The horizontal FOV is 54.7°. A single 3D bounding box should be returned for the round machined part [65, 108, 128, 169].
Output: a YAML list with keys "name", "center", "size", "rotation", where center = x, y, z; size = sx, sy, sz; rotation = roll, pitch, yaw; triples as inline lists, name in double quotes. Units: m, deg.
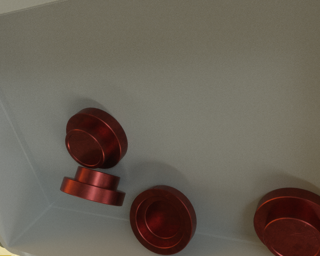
- name: "round machined part"
  center: [-0.102, 0.022, 0.465]
  size: [0.098, 0.042, 0.097]
  rotation: [13, 124, 21]

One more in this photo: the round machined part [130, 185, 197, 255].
- name: "round machined part"
  center: [0.008, 0.132, 0.461]
  size: [0.098, 0.042, 0.097]
  rotation: [3, 96, 24]

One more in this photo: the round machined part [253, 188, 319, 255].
- name: "round machined part"
  center: [0.166, 0.127, 0.382]
  size: [0.098, 0.042, 0.097]
  rotation: [11, 117, 23]

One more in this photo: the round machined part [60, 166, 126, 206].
- name: "round machined part"
  center: [-0.101, 0.088, 0.483]
  size: [0.098, 0.042, 0.098]
  rotation: [15, 169, 3]
